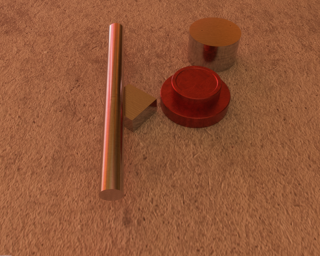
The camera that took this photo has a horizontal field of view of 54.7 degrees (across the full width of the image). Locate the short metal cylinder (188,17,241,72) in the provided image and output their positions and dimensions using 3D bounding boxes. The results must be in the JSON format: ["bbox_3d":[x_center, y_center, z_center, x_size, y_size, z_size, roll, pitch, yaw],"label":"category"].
[{"bbox_3d":[0.086,-0.135,0.501,0.081,0.050,0.080,0,50,0],"label":"short metal cylinder"}]

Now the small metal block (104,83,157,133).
[{"bbox_3d":[-0.040,-0.029,0.427,0.050,0.025,0.050,31,56,23],"label":"small metal block"}]

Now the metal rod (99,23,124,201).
[{"bbox_3d":[-0.060,-0.046,0.409,0.025,0.025,0.300,-3,50,-3],"label":"metal rod"}]

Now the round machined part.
[{"bbox_3d":[0.050,-0.050,0.435,0.099,0.042,0.098,0,50,0],"label":"round machined part"}]
